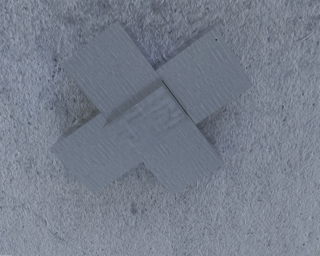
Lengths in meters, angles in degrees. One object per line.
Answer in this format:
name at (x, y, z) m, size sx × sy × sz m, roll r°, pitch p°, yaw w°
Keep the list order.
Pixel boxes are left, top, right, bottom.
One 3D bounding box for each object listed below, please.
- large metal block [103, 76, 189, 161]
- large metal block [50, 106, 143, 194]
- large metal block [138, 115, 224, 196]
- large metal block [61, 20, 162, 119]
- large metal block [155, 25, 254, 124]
large metal block at (-0.016, -0.017, 0.375) m, size 0.080 × 0.080 × 0.050 m, roll -34°, pitch 107°, yaw 11°
large metal block at (-0.078, 0.025, 0.405) m, size 0.080 × 0.050 × 0.080 m, roll -35°, pitch 107°, yaw 11°
large metal block at (0.024, 0.028, 0.408) m, size 0.080 × 0.050 × 0.080 m, roll -35°, pitch 107°, yaw 11°
large metal block at (-0.054, -0.070, 0.370) m, size 0.080 × 0.050 × 0.080 m, roll -35°, pitch 107°, yaw 11°
large metal block at (0.051, -0.065, 0.374) m, size 0.080 × 0.050 × 0.080 m, roll -35°, pitch 107°, yaw 11°
